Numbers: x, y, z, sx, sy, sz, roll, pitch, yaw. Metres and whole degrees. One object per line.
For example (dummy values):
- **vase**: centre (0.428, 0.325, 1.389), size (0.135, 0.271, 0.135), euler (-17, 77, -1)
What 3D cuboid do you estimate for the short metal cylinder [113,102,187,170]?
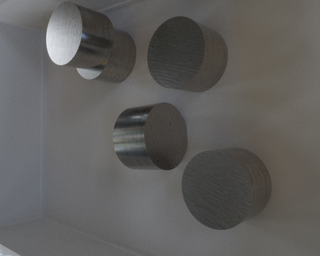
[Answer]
- **short metal cylinder**: centre (-0.010, 0.011, 0.380), size (0.050, 0.081, 0.080), euler (-5, 87, 40)

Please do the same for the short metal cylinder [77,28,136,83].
- **short metal cylinder**: centre (-0.082, -0.109, 0.458), size (0.080, 0.050, 0.080), euler (0, 90, 40)

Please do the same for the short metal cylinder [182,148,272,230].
- **short metal cylinder**: centre (0.071, 0.062, 0.332), size (0.080, 0.050, 0.080), euler (0, 90, 40)

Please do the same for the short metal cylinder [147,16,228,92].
- **short metal cylinder**: centre (0.032, -0.084, 0.364), size (0.080, 0.050, 0.080), euler (0, 90, 40)

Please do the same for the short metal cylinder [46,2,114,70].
- **short metal cylinder**: centre (-0.107, -0.120, 0.414), size (0.080, 0.050, 0.080), euler (0, 90, 40)
